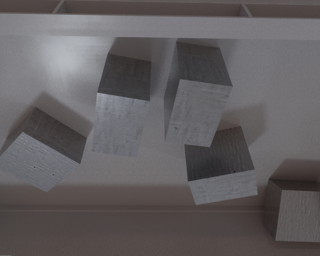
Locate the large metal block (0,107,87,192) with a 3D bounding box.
[{"bbox_3d":[-0.160,0.031,0.417,0.080,0.050,0.080,36,121,-27],"label":"large metal block"}]

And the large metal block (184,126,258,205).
[{"bbox_3d":[0.079,0.049,0.416,0.080,0.080,0.050,-12,129,9],"label":"large metal block"}]

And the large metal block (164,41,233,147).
[{"bbox_3d":[0.036,-0.038,0.342,0.050,0.080,0.079,7,130,-6],"label":"large metal block"}]

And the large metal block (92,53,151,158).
[{"bbox_3d":[-0.043,-0.026,0.351,0.050,0.080,0.079,9,130,-8],"label":"large metal block"}]

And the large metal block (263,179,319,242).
[{"bbox_3d":[0.213,0.127,0.482,0.081,0.050,0.079,3,99,-3],"label":"large metal block"}]
